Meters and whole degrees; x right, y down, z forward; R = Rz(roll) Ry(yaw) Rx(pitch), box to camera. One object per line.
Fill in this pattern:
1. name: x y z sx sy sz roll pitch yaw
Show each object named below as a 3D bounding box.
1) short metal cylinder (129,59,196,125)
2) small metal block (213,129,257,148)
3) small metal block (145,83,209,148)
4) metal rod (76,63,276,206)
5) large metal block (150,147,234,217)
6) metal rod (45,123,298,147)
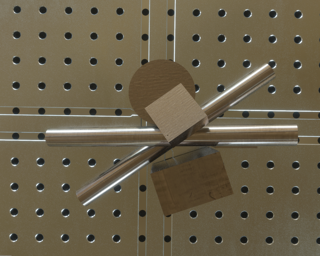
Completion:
1. short metal cylinder: 0.003 -0.043 0.397 0.081 0.050 0.079 0 89 0
2. small metal block: 0.093 0.012 0.398 0.050 0.050 0.025 0 90 1
3. small metal block: 0.019 -0.014 0.352 0.050 0.025 0.050 -35 68 0
4. metal rod: 0.021 0.009 0.411 0.301 0.025 0.025 -34 90 0
5. large metal block: 0.035 0.061 0.382 0.080 0.080 0.050 -18 90 0
6. metal rod: 0.003 0.010 0.375 0.301 0.025 0.025 -1 90 13
